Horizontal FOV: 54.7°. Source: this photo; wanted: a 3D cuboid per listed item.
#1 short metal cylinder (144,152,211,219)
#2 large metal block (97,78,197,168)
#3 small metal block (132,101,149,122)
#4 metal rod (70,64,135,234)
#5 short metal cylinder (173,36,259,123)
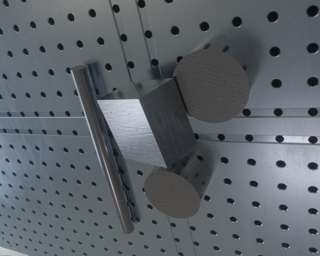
[{"bbox_3d":[0.025,0.078,0.430,0.080,0.050,0.079,13,124,21],"label":"short metal cylinder"},{"bbox_3d":[-0.015,-0.007,0.350,0.080,0.050,0.080,5,123,49],"label":"large metal block"},{"bbox_3d":[-0.014,-0.028,0.401,0.050,0.025,0.050,-5,116,30],"label":"small metal block"},{"bbox_3d":[-0.083,0.049,0.484,0.025,0.025,0.298,3,120,26],"label":"metal rod"},{"bbox_3d":[0.060,-0.052,0.331,0.080,0.050,0.079,13,124,21],"label":"short metal cylinder"}]
